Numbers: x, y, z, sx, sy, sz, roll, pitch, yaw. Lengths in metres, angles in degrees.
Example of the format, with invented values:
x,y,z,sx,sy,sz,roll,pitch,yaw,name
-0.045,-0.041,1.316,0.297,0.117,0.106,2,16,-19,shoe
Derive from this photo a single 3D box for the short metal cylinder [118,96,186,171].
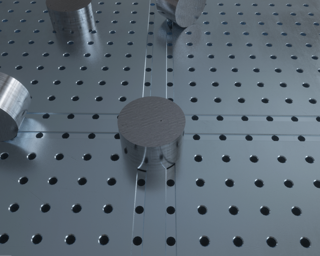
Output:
x,y,z,sx,sy,sz,roll,pitch,yaw,name
-0.010,0.006,0.386,0.081,0.050,0.080,0,50,0,short metal cylinder

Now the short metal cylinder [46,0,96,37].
x,y,z,sx,sy,sz,roll,pitch,yaw,name
-0.161,-0.211,0.567,0.081,0.050,0.080,0,50,0,short metal cylinder

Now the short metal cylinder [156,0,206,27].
x,y,z,sx,sy,sz,roll,pitch,yaw,name
0.040,-0.233,0.568,0.080,0.080,0.050,-35,58,-26,short metal cylinder

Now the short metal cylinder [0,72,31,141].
x,y,z,sx,sy,sz,roll,pitch,yaw,name
-0.213,-0.027,0.393,0.080,0.080,0.050,2,50,2,short metal cylinder
